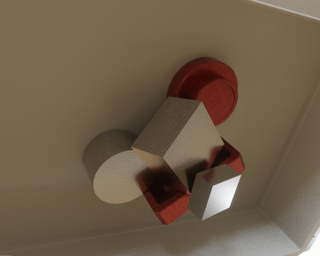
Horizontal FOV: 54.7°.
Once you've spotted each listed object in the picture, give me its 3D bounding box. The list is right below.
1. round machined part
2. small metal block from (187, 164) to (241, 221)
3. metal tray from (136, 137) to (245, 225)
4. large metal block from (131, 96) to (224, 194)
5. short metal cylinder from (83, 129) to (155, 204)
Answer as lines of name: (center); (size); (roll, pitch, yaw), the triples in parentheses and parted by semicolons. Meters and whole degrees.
round machined part: (0.062, -0.040, 0.407); (0.099, 0.042, 0.097); (-14, 125, -21)
small metal block: (0.064, 0.075, 0.366); (0.050, 0.025, 0.050); (-11, 124, -39)
metal tray: (0.036, 0.058, 0.421); (0.131, 0.090, 0.030); (-33, 128, -7)
large metal block: (0.025, 0.021, 0.372); (0.080, 0.050, 0.080); (-54, 133, -22)
short metal cylinder: (-0.051, 0.048, 0.393); (0.081, 0.050, 0.079); (-14, 125, -21)
